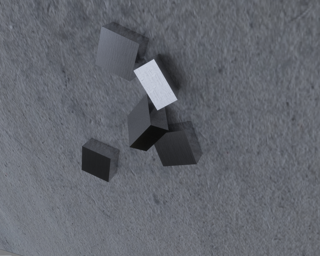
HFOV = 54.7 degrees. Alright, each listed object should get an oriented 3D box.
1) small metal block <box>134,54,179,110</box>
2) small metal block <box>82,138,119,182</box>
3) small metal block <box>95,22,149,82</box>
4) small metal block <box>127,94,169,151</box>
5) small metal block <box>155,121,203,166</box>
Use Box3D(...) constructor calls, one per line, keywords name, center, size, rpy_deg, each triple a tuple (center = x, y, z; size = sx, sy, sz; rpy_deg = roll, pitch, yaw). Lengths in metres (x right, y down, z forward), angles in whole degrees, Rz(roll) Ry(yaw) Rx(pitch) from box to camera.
Box3D(name="small metal block", center=(-0.002, -0.054, 0.354), size=(0.025, 0.050, 0.050), rpy_deg=(-28, 105, 14))
Box3D(name="small metal block", center=(-0.094, 0.050, 0.485), size=(0.050, 0.025, 0.050), rpy_deg=(22, 127, 14))
Box3D(name="small metal block", center=(-0.046, -0.092, 0.373), size=(0.050, 0.025, 0.050), rpy_deg=(28, 128, 10))
Box3D(name="small metal block", center=(-0.017, -0.007, 0.391), size=(0.025, 0.050, 0.050), rpy_deg=(17, 136, -30))
Box3D(name="small metal block", center=(0.022, 0.022, 0.407), size=(0.050, 0.025, 0.050), rpy_deg=(-8, 115, 31))
